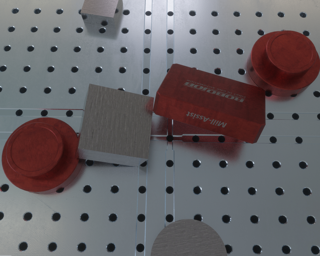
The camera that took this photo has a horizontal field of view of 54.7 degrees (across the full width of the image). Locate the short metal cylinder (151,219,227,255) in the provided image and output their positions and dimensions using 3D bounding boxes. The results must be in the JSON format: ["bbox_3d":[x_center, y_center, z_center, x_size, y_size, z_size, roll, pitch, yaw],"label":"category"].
[{"bbox_3d":[0.030,0.145,0.346,0.081,0.050,0.080,0,70,0],"label":"short metal cylinder"}]

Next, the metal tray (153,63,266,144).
[{"bbox_3d":[0.066,-0.035,0.398,0.131,0.030,0.090,17,38,5],"label":"metal tray"}]

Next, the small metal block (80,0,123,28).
[{"bbox_3d":[-0.089,-0.186,0.479,0.050,0.025,0.050,10,70,3],"label":"small metal block"}]

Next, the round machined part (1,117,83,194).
[{"bbox_3d":[-0.150,0.031,0.390,0.099,0.042,0.098,0,70,0],"label":"round machined part"}]

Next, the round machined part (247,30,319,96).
[{"bbox_3d":[0.179,-0.098,0.439,0.099,0.042,0.098,0,70,0],"label":"round machined part"}]

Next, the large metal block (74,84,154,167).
[{"bbox_3d":[-0.057,-0.001,0.386,0.081,0.050,0.080,11,69,-17],"label":"large metal block"}]
